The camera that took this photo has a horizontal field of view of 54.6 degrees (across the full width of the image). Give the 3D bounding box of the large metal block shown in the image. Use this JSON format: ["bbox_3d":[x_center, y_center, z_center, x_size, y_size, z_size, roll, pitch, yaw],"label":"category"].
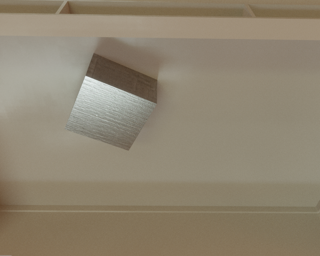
[{"bbox_3d":[-0.057,-0.029,0.368,0.080,0.050,0.080,21,127,-17],"label":"large metal block"}]
